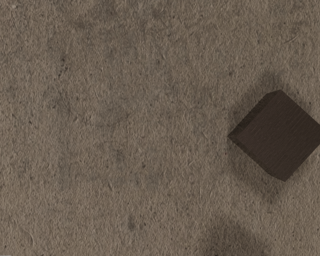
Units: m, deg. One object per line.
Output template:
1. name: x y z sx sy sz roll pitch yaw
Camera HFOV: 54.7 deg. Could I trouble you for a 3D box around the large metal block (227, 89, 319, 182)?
1. large metal block: 0.149 0.009 0.400 0.080 0.050 0.080 42 90 -1
